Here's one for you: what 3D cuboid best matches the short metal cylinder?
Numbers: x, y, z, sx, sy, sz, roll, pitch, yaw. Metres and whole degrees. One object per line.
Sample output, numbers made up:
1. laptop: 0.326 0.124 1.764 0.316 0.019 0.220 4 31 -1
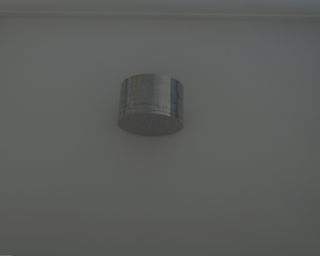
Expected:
1. short metal cylinder: -0.011 -0.026 0.387 0.080 0.080 0.050 2 70 1
